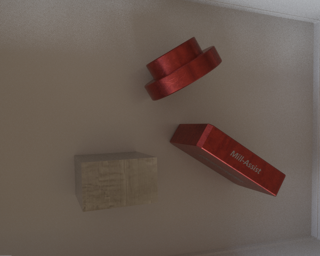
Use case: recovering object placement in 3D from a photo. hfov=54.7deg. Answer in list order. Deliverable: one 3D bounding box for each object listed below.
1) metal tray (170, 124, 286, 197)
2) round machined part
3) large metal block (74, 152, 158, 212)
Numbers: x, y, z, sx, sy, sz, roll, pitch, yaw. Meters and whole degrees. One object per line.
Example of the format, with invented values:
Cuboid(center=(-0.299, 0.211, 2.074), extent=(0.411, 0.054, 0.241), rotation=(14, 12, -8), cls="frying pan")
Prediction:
Cuboid(center=(0.087, 0.040, 0.409), extent=(0.130, 0.090, 0.030), rotation=(33, 80, -18), cls="metal tray")
Cuboid(center=(0.022, -0.077, 0.381), extent=(0.099, 0.098, 0.042), rotation=(-34, 102, -17), cls="round machined part")
Cuboid(center=(-0.054, 0.058, 0.362), extent=(0.081, 0.080, 0.050), rotation=(-2, 91, -20), cls="large metal block")
